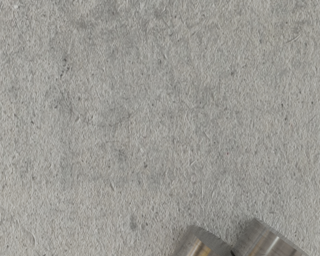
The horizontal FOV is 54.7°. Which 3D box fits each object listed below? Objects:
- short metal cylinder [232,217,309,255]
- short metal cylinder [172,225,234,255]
[{"bbox_3d":[0.138,0.156,0.384,0.080,0.080,0.050,35,90,0],"label":"short metal cylinder"},{"bbox_3d":[0.058,0.165,0.383,0.080,0.080,0.050,31,90,0],"label":"short metal cylinder"}]
